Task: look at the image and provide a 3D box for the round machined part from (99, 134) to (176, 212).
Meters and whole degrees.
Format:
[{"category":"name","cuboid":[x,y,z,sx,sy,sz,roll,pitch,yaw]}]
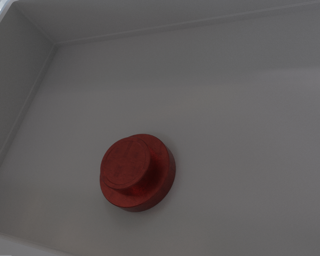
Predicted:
[{"category":"round machined part","cuboid":[-0.034,0.050,0.383,0.098,0.042,0.098,-13,56,21]}]
